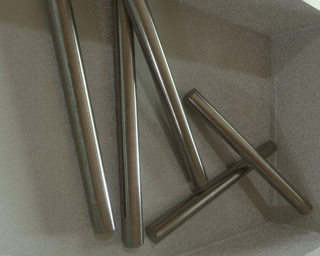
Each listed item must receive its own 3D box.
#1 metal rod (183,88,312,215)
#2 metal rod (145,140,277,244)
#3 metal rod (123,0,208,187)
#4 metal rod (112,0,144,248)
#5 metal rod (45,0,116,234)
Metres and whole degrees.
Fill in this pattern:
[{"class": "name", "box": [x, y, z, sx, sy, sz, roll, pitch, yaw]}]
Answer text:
[{"class": "metal rod", "box": [0.148, 0.047, 0.491, 0.300, 0.025, 0.025, 42, 64, -19]}, {"class": "metal rod", "box": [0.099, 0.086, 0.488, 0.302, 0.025, 0.025, -25, 106, -37]}, {"class": "metal rod", "box": [0.009, -0.048, 0.393, 0.025, 0.025, 0.299, -39, 120, -33]}, {"class": "metal rod", "box": [-0.039, -0.007, 0.373, 0.025, 0.025, 0.298, -4, 93, -40]}, {"class": "metal rod", "box": [-0.087, -0.030, 0.333, 0.025, 0.025, 0.298, -16, 100, -39]}]
